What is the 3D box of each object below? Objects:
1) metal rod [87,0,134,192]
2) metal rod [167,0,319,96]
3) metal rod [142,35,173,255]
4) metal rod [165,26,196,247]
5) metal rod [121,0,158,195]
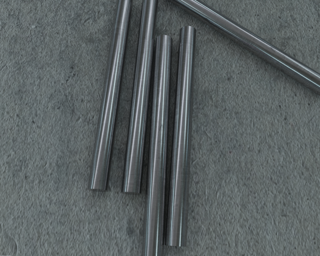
[{"bbox_3d":[-0.065,-0.064,0.430,0.025,0.025,0.299,4,70,1],"label":"metal rod"},{"bbox_3d":[0.115,-0.140,0.459,0.300,0.025,0.025,37,74,12],"label":"metal rod"},{"bbox_3d":[-0.001,0.011,0.403,0.025,0.025,0.299,3,70,1],"label":"metal rod"},{"bbox_3d":[0.030,-0.004,0.409,0.025,0.025,0.299,4,70,1],"label":"metal rod"},{"bbox_3d":[-0.025,-0.060,0.429,0.025,0.025,0.299,4,70,1],"label":"metal rod"}]
